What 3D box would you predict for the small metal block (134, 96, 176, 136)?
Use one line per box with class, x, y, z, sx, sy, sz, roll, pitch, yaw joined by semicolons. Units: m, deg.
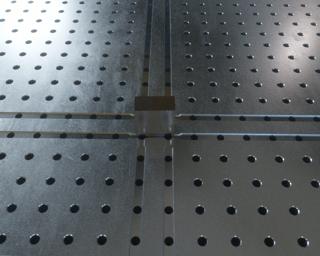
small metal block;-0.007;-0.015;0.404;0.050;0.050;0.025;-1;50;-1
